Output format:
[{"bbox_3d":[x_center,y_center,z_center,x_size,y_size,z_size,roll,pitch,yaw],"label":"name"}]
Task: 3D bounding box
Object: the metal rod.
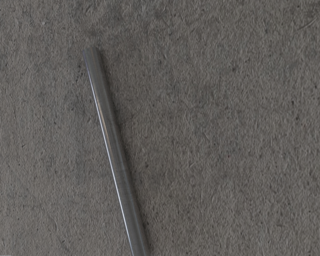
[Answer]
[{"bbox_3d":[-0.062,0.033,0.431,0.025,0.025,0.299,-16,85,19],"label":"metal rod"}]
